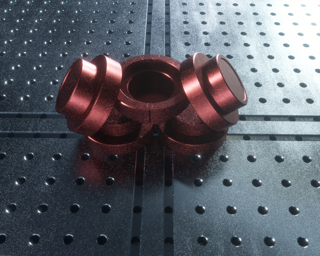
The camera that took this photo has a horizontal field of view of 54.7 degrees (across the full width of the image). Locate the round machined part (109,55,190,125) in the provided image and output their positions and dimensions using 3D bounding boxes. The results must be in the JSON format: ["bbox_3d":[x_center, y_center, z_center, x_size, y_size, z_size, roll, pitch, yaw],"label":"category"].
[{"bbox_3d":[-0.010,-0.043,0.376,0.099,0.042,0.098,0,50,0],"label":"round machined part"}]

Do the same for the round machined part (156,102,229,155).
[{"bbox_3d":[0.043,-0.016,0.410,0.099,0.042,0.098,0,50,0],"label":"round machined part"}]

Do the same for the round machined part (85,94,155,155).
[{"bbox_3d":[-0.055,-0.016,0.409,0.099,0.042,0.098,0,50,0],"label":"round machined part"}]

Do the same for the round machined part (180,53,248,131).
[{"bbox_3d":[0.070,-0.049,0.372,0.042,0.098,0.098,-29,42,30],"label":"round machined part"}]

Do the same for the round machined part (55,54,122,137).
[{"bbox_3d":[-0.089,-0.042,0.365,0.042,0.098,0.098,23,42,-32],"label":"round machined part"}]
